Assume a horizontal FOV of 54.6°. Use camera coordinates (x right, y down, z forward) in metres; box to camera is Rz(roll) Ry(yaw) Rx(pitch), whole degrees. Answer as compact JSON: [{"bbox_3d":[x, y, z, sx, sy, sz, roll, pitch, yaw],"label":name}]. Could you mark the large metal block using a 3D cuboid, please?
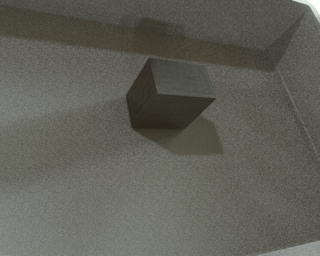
[{"bbox_3d":[0.011,-0.040,0.397,0.081,0.080,0.050,1,61,-28],"label":"large metal block"}]
